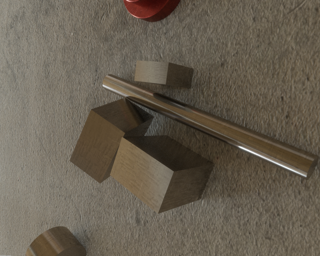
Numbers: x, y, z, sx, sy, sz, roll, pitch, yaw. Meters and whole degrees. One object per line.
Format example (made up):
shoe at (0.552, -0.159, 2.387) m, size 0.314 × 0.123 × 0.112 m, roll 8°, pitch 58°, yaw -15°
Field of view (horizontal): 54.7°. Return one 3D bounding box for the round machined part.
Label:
round machined part at (-0.016, -0.194, 0.406) m, size 0.098 × 0.042 × 0.097 m, roll 0°, pitch 90°, yaw 39°

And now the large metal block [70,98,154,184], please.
large metal block at (-0.061, 0.013, 0.407) m, size 0.050 × 0.080 × 0.079 m, roll 34°, pitch 116°, yaw 12°

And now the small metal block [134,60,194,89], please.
small metal block at (0.005, -0.066, 0.383) m, size 0.050 × 0.050 × 0.025 m, roll 13°, pitch 99°, yaw 39°

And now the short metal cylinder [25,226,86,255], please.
short metal cylinder at (-0.169, 0.210, 0.506) m, size 0.050 × 0.081 × 0.079 m, roll 32°, pitch 110°, yaw 35°

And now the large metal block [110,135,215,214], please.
large metal block at (0.003, 0.049, 0.365) m, size 0.080 × 0.081 × 0.050 m, roll 30°, pitch 109°, yaw 35°

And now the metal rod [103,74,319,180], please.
metal rod at (0.033, -0.016, 0.376) m, size 0.300 × 0.025 × 0.025 m, roll 26°, pitch 106°, yaw 36°
